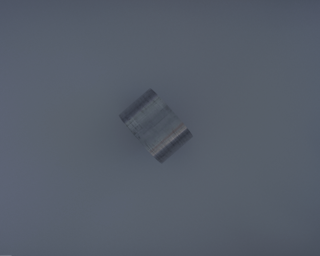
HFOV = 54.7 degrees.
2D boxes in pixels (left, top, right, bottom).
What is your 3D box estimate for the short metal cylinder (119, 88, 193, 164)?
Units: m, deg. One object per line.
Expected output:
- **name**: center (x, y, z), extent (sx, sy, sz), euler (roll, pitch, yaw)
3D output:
- **short metal cylinder**: center (-0.005, -0.003, 0.381), extent (0.050, 0.080, 0.080), euler (-41, 91, 0)
